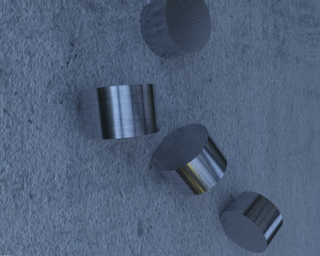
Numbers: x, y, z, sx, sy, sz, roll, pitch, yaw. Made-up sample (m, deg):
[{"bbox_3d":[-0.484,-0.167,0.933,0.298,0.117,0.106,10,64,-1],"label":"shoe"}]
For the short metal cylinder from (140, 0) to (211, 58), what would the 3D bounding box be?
[{"bbox_3d":[0.021,-0.136,0.406,0.081,0.050,0.080,0,90,-40],"label":"short metal cylinder"}]

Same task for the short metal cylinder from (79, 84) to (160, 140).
[{"bbox_3d":[-0.043,-0.018,0.333,0.081,0.080,0.050,-9,96,-40],"label":"short metal cylinder"}]

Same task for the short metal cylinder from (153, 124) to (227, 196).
[{"bbox_3d":[0.039,0.040,0.401,0.050,0.080,0.080,52,60,-28],"label":"short metal cylinder"}]

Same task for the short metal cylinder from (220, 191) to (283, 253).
[{"bbox_3d":[0.144,0.148,0.490,0.050,0.080,0.080,-36,113,-34],"label":"short metal cylinder"}]
